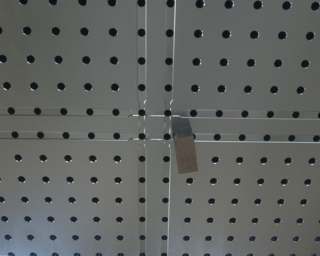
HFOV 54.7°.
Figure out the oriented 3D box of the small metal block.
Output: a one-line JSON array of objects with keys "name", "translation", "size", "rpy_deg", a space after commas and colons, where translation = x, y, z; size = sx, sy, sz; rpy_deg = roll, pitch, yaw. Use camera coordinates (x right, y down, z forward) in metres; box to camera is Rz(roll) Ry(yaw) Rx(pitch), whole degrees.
[{"name": "small metal block", "translation": [0.032, 0.025, 0.410], "size": [0.025, 0.050, 0.050], "rpy_deg": [-9, 110, 3]}]
